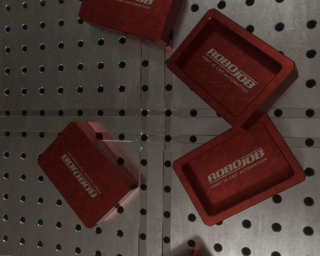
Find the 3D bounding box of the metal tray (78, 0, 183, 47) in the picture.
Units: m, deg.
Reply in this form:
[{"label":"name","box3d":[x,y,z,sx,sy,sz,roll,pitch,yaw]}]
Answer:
[{"label":"metal tray","box3d":[-0.039,-0.173,0.423,0.130,0.030,0.089,22,97,18]}]

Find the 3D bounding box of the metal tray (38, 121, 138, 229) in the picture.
[{"label":"metal tray","box3d":[-0.106,0.065,0.446,0.090,0.030,0.130,-46,76,14]}]

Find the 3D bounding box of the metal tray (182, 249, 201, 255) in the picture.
[{"label":"metal tray","box3d":[0.018,0.231,0.403,0.130,0.030,0.090,-37,79,15]}]

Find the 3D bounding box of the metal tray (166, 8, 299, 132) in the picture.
[{"label":"metal tray","box3d":[0.079,-0.070,0.363,0.090,0.030,0.130,-50,60,12]}]

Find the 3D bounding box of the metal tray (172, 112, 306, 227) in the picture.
[{"label":"metal tray","box3d":[0.092,0.050,0.376,0.130,0.030,0.090,-32,80,16]}]
